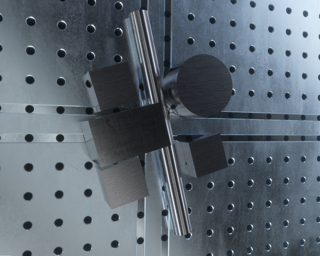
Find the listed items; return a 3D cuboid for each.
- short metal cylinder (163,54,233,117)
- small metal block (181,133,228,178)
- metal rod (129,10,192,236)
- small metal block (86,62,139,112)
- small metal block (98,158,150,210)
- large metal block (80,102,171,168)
[{"bbox_3d":[0.049,-0.055,0.418,0.081,0.050,0.079,0,90,-21],"label":"short metal cylinder"},{"bbox_3d":[0.063,0.037,0.437,0.050,0.025,0.050,-16,96,-20],"label":"small metal block"},{"bbox_3d":[0.002,-0.004,0.414,0.025,0.025,0.298,-13,95,-20],"label":"metal rod"},{"bbox_3d":[-0.060,-0.051,0.391,0.050,0.025,0.050,-19,97,-19],"label":"small metal block"},{"bbox_3d":[-0.047,0.069,0.396,0.050,0.025,0.050,-17,96,-20],"label":"small metal block"},{"bbox_3d":[-0.044,0.006,0.366,0.081,0.080,0.050,-16,96,-20],"label":"large metal block"}]
